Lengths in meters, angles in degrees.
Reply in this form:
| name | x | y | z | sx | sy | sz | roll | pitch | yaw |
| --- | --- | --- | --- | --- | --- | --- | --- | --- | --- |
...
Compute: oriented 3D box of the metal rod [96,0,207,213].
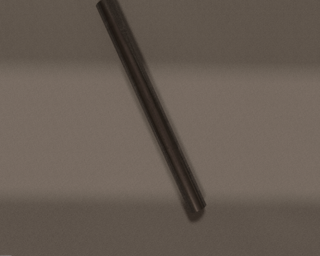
| name | x | y | z | sx | sy | sz | roll | pitch | yaw |
| --- | --- | --- | --- | --- | --- | --- | --- | --- | --- |
| metal rod | -0.011 | -0.029 | 0.411 | 0.025 | 0.025 | 0.299 | -24 | 90 | 0 |
